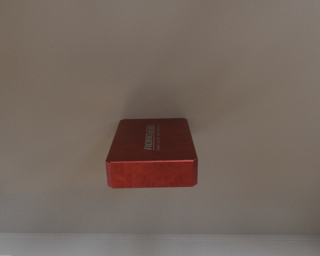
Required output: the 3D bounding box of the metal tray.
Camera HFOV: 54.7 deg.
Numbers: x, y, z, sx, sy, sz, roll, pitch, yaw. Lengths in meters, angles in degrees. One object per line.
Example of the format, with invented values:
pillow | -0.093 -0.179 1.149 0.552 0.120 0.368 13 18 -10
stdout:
metal tray | -0.008 0.023 0.364 0.091 0.130 0.030 -1 110 0
